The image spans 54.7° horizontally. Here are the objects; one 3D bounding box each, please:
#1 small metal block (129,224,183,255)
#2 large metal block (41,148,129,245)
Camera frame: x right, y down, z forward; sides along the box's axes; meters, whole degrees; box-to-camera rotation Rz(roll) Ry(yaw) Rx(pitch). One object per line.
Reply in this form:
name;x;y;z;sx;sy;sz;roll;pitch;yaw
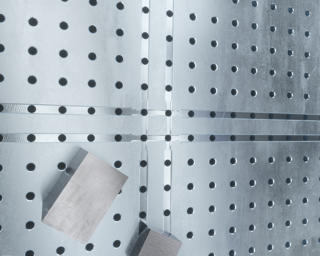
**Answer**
small metal block;-0.006;0.163;0.411;0.050;0.025;0.050;29;80;-18
large metal block;-0.088;0.071;0.351;0.050;0.080;0.080;36;79;-17
